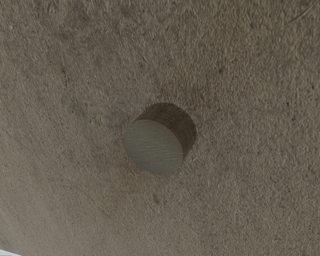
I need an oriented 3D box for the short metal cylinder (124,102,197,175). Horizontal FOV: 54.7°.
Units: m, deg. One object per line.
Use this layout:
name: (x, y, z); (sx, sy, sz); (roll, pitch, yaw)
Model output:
short metal cylinder: (0.001, 0.013, 0.399); (0.080, 0.050, 0.079); (13, 124, 20)
